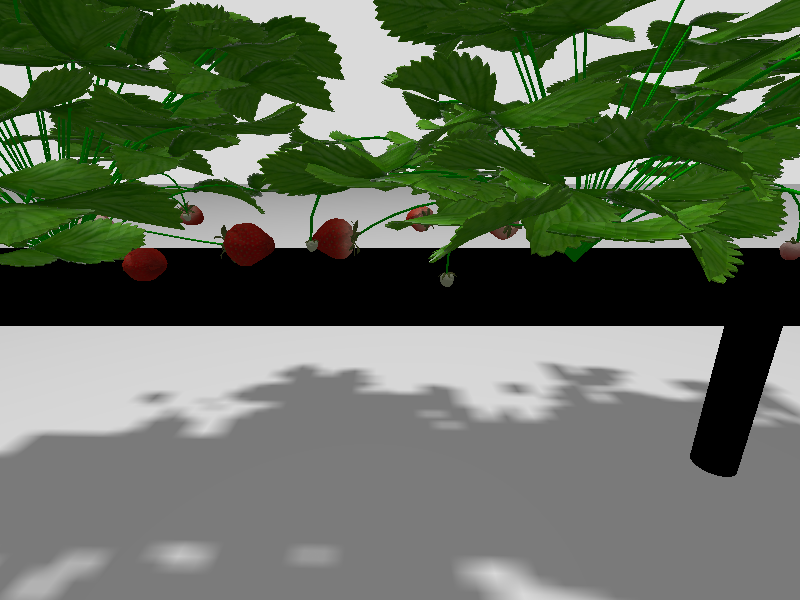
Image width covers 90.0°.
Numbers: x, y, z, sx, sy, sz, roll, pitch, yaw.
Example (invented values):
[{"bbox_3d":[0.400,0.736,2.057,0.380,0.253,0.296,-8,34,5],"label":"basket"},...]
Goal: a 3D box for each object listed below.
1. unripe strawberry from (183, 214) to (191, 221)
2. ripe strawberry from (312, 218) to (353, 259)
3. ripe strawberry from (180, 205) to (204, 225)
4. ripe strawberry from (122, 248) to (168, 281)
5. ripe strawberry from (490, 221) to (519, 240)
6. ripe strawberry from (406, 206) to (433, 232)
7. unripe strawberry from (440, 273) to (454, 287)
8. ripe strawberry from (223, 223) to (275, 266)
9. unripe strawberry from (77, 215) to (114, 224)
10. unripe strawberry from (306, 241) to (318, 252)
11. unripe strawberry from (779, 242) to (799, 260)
[{"bbox_3d":[-0.291,-0.113,0.548,0.011,0.010,0.010,0,18,1],"label":"unripe strawberry"},{"bbox_3d":[-0.060,-0.055,0.358,0.037,0.036,0.040,0,18,2],"label":"ripe strawberry"},{"bbox_3d":[-0.298,-0.120,0.573,0.034,0.030,0.031,0,-19,-1],"label":"ripe strawberry"},{"bbox_3d":[-0.180,-0.025,0.285,0.025,0.024,0.027,11,21,30],"label":"ripe strawberry"},{"bbox_3d":[0.121,-0.094,0.482,0.040,0.042,0.043,-4,18,-13],"label":"ripe strawberry"},{"bbox_3d":[0.026,-0.107,0.527,0.038,0.034,0.034,-12,21,-33],"label":"ripe strawberry"},{"bbox_3d":[0.032,-0.014,0.271,0.010,0.010,0.009,-12,21,-33],"label":"unripe strawberry"},{"bbox_3d":[-0.123,-0.045,0.330,0.036,0.036,0.040,3,18,7],"label":"ripe strawberry"},{"bbox_3d":[-0.338,-0.081,0.449,0.035,0.032,0.032,-7,19,-22],"label":"unripe strawberry"},{"bbox_3d":[-0.073,-0.045,0.331,0.010,0.010,0.009,-2,18,-5],"label":"unripe strawberry"},{"bbox_3d":[0.343,-0.043,0.351,0.017,0.016,0.015,0,18,1],"label":"unripe strawberry"}]
